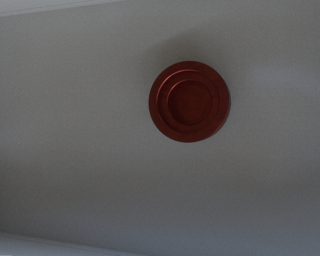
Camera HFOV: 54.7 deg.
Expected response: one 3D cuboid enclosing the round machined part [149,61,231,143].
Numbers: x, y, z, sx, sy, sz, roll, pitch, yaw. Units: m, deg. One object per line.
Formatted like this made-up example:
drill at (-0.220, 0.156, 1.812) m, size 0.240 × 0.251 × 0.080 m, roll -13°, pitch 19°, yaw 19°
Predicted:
round machined part at (0.039, -0.031, 0.387) m, size 0.098 × 0.042 × 0.097 m, roll 0°, pitch 90°, yaw 19°
